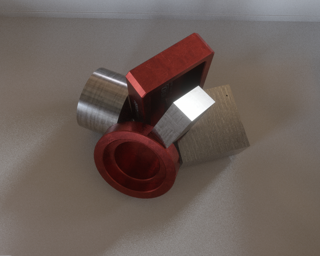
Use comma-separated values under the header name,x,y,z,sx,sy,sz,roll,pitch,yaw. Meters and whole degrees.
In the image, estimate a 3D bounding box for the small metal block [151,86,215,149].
name,x,y,z,sx,sy,sz,roll,pitch,yaw
small metal block,0.024,-0.012,0.327,0.025,0.050,0.050,46,44,7

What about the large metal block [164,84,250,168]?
name,x,y,z,sx,sy,sz,roll,pitch,yaw
large metal block,0.055,-0.001,0.388,0.081,0.050,0.080,-13,75,-5

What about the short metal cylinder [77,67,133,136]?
name,x,y,z,sx,sy,sz,roll,pitch,yaw
short metal cylinder,-0.061,-0.030,0.389,0.050,0.080,0.080,21,71,7

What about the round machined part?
name,x,y,z,sx,sy,sz,roll,pitch,yaw
round machined part,-0.024,0.033,0.367,0.098,0.097,0.042,19,36,6

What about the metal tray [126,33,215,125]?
name,x,y,z,sx,sy,sz,roll,pitch,yaw
metal tray,0.010,-0.045,0.369,0.090,0.130,0.030,-33,75,-12
